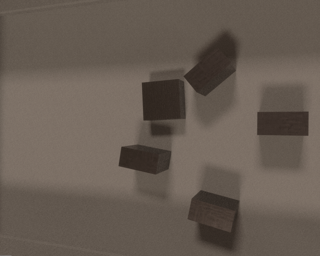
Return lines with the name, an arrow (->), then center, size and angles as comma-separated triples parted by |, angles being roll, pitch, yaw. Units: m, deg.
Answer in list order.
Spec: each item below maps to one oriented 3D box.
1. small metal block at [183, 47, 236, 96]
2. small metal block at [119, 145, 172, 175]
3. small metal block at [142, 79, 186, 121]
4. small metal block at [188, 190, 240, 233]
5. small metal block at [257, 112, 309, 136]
small metal block -> 0.062, -0.066, 0.375 | 0.050, 0.050, 0.025 | -40, 78, 15
small metal block -> -0.018, 0.040, 0.403 | 0.050, 0.050, 0.025 | 10, 94, 19
small metal block -> 0.005, -0.036, 0.408 | 0.050, 0.025, 0.050 | -3, 89, 19
small metal block -> 0.066, 0.098, 0.374 | 0.050, 0.050, 0.025 | 12, 94, 19
small metal block -> 0.137, -0.005, 0.349 | 0.050, 0.050, 0.025 | 1, 90, 19
